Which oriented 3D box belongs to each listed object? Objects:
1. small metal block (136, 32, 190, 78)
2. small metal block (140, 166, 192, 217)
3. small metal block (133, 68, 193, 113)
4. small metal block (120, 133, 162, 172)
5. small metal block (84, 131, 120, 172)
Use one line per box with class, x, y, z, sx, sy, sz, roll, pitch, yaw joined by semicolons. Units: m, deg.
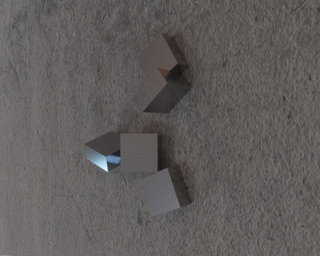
small metal block;0.003;-0.086;0.402;0.050;0.025;0.050;-38;67;33
small metal block;0.007;0.082;0.399;0.050;0.025;0.050;-29;72;36
small metal block;0.004;-0.045;0.386;0.050;0.050;0.025;-47;62;30
small metal block;-0.024;0.032;0.413;0.050;0.025;0.050;0;90;14
small metal block;-0.072;0.032;0.444;0.050;0.050;0.025;23;127;38
